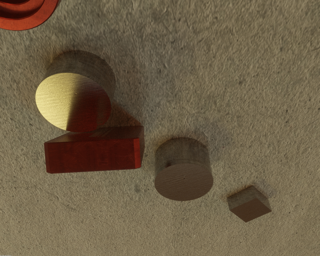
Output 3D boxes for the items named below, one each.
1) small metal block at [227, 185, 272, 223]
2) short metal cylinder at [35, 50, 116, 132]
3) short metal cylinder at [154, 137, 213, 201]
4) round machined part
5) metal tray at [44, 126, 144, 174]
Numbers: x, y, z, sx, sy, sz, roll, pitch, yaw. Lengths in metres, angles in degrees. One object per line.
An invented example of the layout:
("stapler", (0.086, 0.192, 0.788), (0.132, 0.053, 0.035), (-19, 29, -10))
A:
("small metal block", (0.149, 0.128, 0.518), (0.050, 0.025, 0.050), (-35, 123, 25))
("short metal cylinder", (-0.093, -0.041, 0.355), (0.081, 0.050, 0.079), (0, 130, 0))
("short metal cylinder", (0.033, 0.059, 0.442), (0.081, 0.050, 0.079), (0, 130, 0))
("round machined part", (-0.134, -0.141, 0.274), (0.099, 0.042, 0.097), (0, 130, 0))
("metal tray", (-0.065, 0.020, 0.356), (0.091, 0.130, 0.030), (-3, 96, -1))
